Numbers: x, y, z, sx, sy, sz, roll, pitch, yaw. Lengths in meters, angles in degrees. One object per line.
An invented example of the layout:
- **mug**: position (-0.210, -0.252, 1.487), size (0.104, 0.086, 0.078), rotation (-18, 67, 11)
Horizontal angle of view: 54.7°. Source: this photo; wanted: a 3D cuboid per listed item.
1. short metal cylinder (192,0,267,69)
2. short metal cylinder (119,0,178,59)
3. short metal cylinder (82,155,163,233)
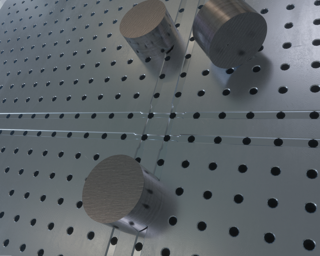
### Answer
- **short metal cylinder**: position (0.089, -0.125, 0.403), size (0.080, 0.080, 0.050), rotation (-32, 52, 7)
- **short metal cylinder**: position (-0.017, -0.158, 0.498), size (0.080, 0.050, 0.080), rotation (-13, 56, 21)
- **short metal cylinder**: position (-0.043, 0.078, 0.367), size (0.080, 0.050, 0.080), rotation (-13, 56, 21)
